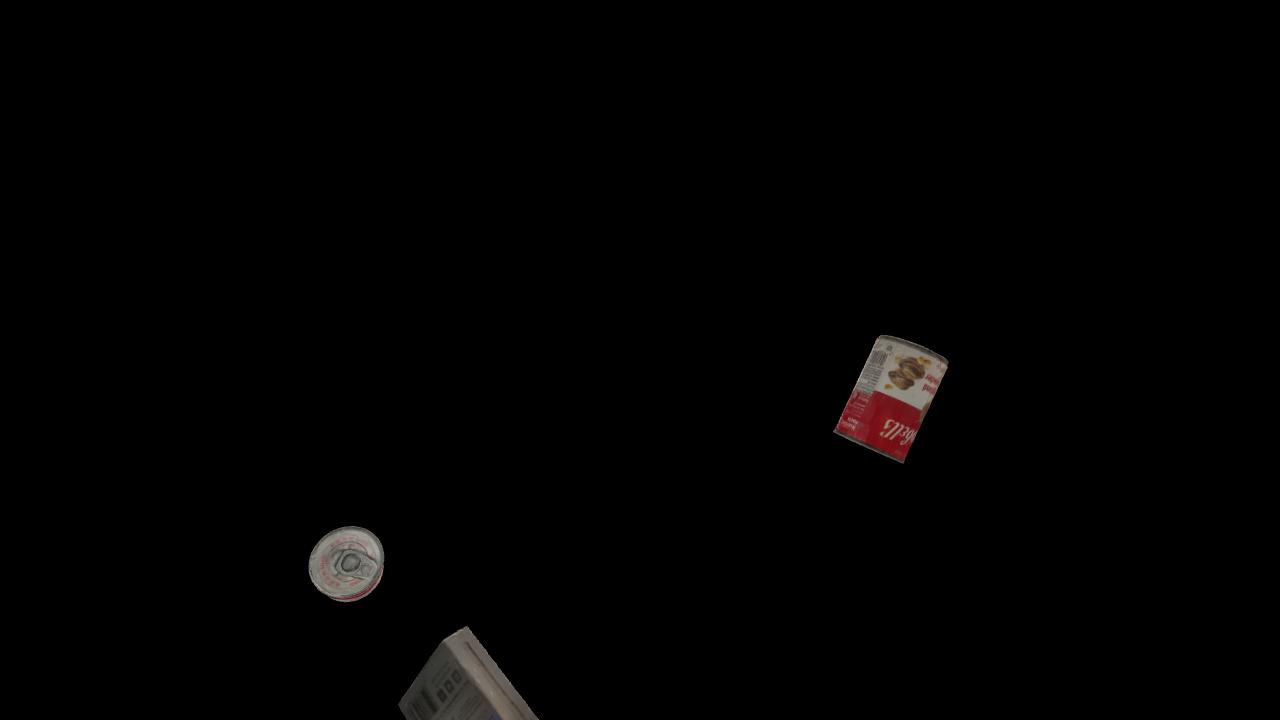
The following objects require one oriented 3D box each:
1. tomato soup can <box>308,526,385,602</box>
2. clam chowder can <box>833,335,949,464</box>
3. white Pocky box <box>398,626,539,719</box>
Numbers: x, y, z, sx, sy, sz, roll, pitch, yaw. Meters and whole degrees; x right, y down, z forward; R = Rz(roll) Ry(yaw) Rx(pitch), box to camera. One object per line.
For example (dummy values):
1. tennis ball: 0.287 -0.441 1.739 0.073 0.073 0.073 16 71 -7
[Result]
1. tomato soup can: -0.304 0.215 0.641 0.068 0.068 0.101 0 -23 -23
2. clam chowder can: 0.232 0.036 0.571 0.068 0.102 0.068 24 1 -1
3. white Pocky box: -0.098 0.269 0.417 0.154 0.084 0.028 43 21 20
